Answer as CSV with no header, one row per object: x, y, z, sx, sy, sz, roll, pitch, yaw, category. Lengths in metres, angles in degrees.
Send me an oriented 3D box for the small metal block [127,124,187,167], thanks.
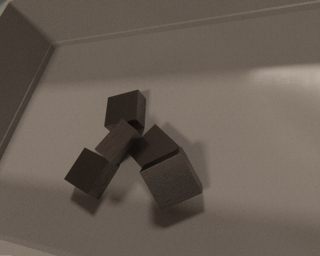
-0.004,0.031,0.388,0.050,0.025,0.050,-45,51,-3,small metal block

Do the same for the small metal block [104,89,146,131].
-0.049,-0.022,0.444,0.050,0.025,0.050,-12,57,21,small metal block

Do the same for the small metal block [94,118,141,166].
-0.052,0.020,0.400,0.025,0.050,0.050,39,82,10,small metal block

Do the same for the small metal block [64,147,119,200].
-0.092,0.060,0.415,0.050,0.025,0.050,20,73,35,small metal block

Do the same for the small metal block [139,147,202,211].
0.013,0.056,0.345,0.050,0.025,0.050,-27,96,11,small metal block
